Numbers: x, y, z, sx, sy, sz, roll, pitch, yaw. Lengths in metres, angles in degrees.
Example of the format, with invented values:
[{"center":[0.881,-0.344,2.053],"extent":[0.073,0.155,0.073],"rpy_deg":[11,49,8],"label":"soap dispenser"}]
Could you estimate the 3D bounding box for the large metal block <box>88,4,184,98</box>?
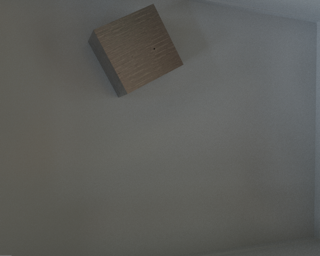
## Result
[{"center":[-0.031,-0.093,0.385],"extent":[0.080,0.050,0.080],"rpy_deg":[-31,100,-17],"label":"large metal block"}]
